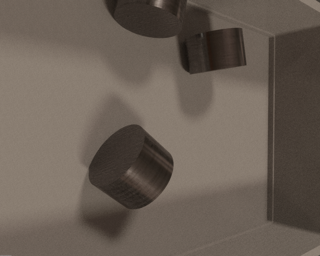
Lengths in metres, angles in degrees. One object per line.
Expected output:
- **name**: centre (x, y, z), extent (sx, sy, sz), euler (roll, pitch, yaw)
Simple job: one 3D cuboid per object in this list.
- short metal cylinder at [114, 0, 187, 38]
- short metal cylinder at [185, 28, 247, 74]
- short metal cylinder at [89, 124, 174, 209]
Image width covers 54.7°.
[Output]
- **short metal cylinder**: centre (-0.009, -0.147, 0.364), extent (0.081, 0.080, 0.050), euler (16, 80, -39)
- **short metal cylinder**: centre (0.079, -0.107, 0.439), extent (0.081, 0.080, 0.050), euler (-16, 101, -39)
- **short metal cylinder**: centre (-0.032, 0.043, 0.346), extent (0.050, 0.080, 0.080), euler (45, 63, -31)
